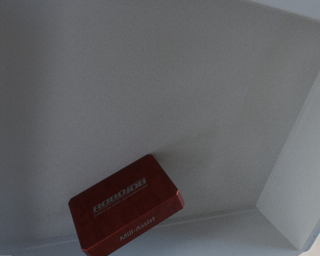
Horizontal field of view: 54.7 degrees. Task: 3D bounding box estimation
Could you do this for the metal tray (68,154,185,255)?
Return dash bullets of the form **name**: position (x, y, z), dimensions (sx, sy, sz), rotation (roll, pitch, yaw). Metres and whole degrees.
- **metal tray**: position (-0.046, 0.098, 0.403), dimensions (0.131, 0.090, 0.030), rotation (-30, 129, -10)
